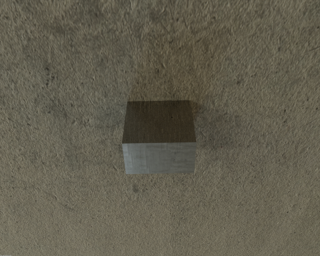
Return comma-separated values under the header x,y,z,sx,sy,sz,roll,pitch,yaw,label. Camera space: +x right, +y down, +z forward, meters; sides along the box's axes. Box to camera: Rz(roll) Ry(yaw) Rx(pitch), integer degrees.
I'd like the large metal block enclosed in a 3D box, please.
x,y,z,sx,sy,sz,roll,pitch,yaw,label
-0.001,0.009,0.381,0.081,0.080,0.050,-1,130,0,large metal block
